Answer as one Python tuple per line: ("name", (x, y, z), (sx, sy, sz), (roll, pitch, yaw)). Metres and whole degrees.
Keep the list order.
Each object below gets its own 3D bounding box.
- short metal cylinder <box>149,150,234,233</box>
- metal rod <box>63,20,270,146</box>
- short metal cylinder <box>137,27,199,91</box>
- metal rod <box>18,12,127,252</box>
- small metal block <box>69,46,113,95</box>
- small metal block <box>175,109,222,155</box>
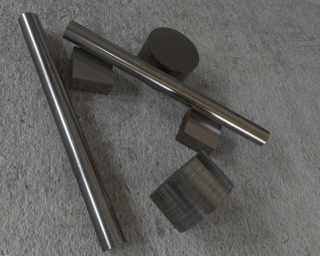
("short metal cylinder", (0.034, 0.069, 0.345), (0.050, 0.080, 0.081), (49, 51, 6))
("metal rod", (0.017, -0.054, 0.413), (0.301, 0.025, 0.025), (28, 52, -11))
("short metal cylinder", (0.010, -0.099, 0.454), (0.081, 0.050, 0.080), (14, 56, -21))
("metal rod", (-0.107, -0.011, 0.352), (0.025, 0.025, 0.299), (-14, 69, -34))
("small metal block", (-0.089, -0.073, 0.400), (0.050, 0.025, 0.050), (7, 59, -25))
("small metal block", (0.055, 0.004, 0.431), (0.050, 0.025, 0.050), (30, 52, -10))
